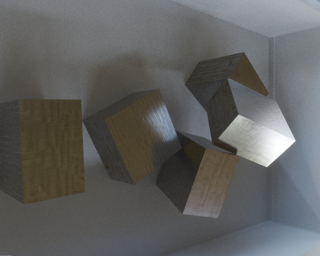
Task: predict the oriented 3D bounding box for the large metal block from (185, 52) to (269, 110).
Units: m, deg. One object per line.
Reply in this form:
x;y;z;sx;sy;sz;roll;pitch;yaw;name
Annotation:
0.098;-0.058;0.456;0.080;0.080;0.050;47;62;-30;large metal block

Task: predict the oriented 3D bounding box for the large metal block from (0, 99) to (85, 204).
-0.111;0.017;0.279;0.050;0.080;0.079;-4;93;-40;large metal block

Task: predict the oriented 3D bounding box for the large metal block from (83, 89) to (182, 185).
-0.030;0.008;0.367;0.081;0.050;0.080;-35;112;-35;large metal block

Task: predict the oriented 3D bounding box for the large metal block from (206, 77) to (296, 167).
0.109;-0.008;0.388;0.080;0.050;0.080;22;36;-17;large metal block

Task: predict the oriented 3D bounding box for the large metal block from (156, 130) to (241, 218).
0.044;0.055;0.392;0.050;0.080;0.080;15;98;-26;large metal block
